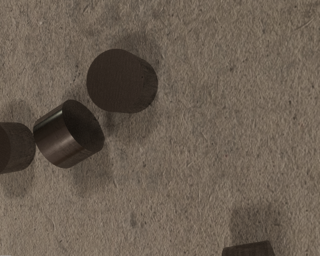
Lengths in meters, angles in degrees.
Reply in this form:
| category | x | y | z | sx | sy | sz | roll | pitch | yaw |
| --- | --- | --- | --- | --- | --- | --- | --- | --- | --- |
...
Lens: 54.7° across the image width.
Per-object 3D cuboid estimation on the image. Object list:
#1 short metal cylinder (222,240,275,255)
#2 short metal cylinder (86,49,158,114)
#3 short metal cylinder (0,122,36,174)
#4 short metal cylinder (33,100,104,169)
| category | x | y | z | sx | sy | sz | roll | pitch | yaw |
| --- | --- | --- | --- | --- | --- | --- | --- | --- | --- |
| short metal cylinder | 0.106 | 0.170 | 0.342 | 0.050 | 0.080 | 0.080 | -18 | 84 | 19 |
| short metal cylinder | -0.049 | -0.060 | 0.412 | 0.080 | 0.050 | 0.079 | 0 | 90 | 19 |
| short metal cylinder | -0.243 | 0.031 | 0.479 | 0.080 | 0.050 | 0.079 | 0 | 90 | 19 |
| short metal cylinder | -0.122 | 0.008 | 0.421 | 0.050 | 0.080 | 0.080 | -29 | 81 | 17 |
